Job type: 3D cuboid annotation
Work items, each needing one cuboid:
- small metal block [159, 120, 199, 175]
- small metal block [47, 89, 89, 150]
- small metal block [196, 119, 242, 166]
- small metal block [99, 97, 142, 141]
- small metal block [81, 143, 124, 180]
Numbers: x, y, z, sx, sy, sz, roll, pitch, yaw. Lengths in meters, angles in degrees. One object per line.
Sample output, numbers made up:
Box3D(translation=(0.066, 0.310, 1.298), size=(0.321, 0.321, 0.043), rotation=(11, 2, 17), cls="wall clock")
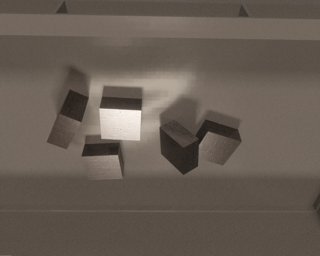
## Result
Box3D(translation=(0.025, 0.025, 0.411), size=(0.025, 0.050, 0.050), rotation=(-27, 135, -25), cls="small metal block")
Box3D(translation=(-0.113, -0.011, 0.382), size=(0.025, 0.050, 0.050), rotation=(24, 126, -19), cls="small metal block")
Box3D(translation=(0.076, 0.021, 0.428), size=(0.050, 0.025, 0.050), rotation=(17, 128, -14), cls="small metal block")
Box3D(translation=(-0.050, -0.011, 0.399), size=(0.050, 0.025, 0.050), rotation=(3, 130, -3), cls="small metal block")
Box3D(translation=(-0.081, 0.049, 0.450), size=(0.050, 0.025, 0.050), rotation=(-3, 130, 2), cls="small metal block")
